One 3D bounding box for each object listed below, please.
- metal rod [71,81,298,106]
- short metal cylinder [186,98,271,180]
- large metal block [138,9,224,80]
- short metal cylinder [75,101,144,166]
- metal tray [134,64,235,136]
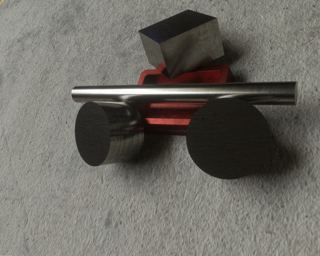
[{"bbox_3d":[0.008,-0.043,0.389,0.300,0.025,0.025,3,63,29],"label":"metal rod"},{"bbox_3d":[0.069,0.012,0.325,0.080,0.050,0.080,-1,84,9],"label":"short metal cylinder"},{"bbox_3d":[0.027,-0.116,0.418,0.080,0.050,0.080,-26,34,-9],"label":"large metal block"},{"bbox_3d":[-0.066,0.006,0.396,0.080,0.050,0.079,4,96,45],"label":"short metal cylinder"},{"bbox_3d":[0.026,-0.036,0.411,0.130,0.030,0.090,2,63,29],"label":"metal tray"}]
